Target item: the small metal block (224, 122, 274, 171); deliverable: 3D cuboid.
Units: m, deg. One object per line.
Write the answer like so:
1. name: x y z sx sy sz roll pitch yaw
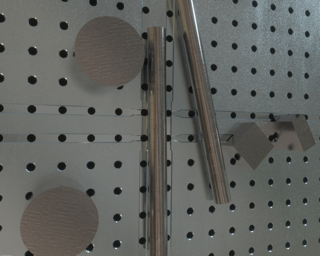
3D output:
1. small metal block: 0.133 0.027 0.461 0.050 0.025 0.050 -46 104 -14

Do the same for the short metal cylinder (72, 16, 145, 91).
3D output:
1. short metal cylinder: -0.064 -0.087 0.375 0.081 0.050 0.080 0 90 -20

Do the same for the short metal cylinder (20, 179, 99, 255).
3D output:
1. short metal cylinder: -0.115 0.103 0.357 0.081 0.050 0.080 0 90 -20

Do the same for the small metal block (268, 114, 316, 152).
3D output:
1. small metal block: 0.201 0.007 0.473 0.025 0.050 0.050 -29 100 -18

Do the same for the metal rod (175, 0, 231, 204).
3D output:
1. metal rod: 0.061 -0.041 0.434 0.025 0.025 0.298 -13 95 -20

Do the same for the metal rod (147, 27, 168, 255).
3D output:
1. metal rod: -0.003 0.019 0.411 0.025 0.025 0.298 -1 90 -20
